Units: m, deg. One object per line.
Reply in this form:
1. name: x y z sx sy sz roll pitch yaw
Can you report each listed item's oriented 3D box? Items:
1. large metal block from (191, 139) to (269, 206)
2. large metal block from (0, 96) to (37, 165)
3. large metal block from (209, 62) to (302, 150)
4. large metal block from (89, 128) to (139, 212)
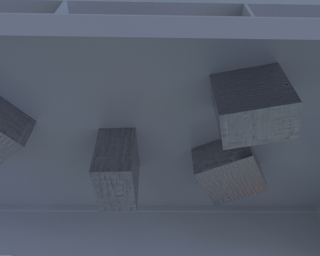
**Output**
1. large metal block: 0.100 0.060 0.444 0.080 0.050 0.080 -21 127 17
2. large metal block: -0.222 0.003 0.393 0.080 0.050 0.080 -32 124 24
3. large metal block: 0.104 -0.026 0.351 0.080 0.080 0.050 -9 130 7
4. large metal block: -0.057 0.056 0.420 0.050 0.080 0.079 -1 130 1
